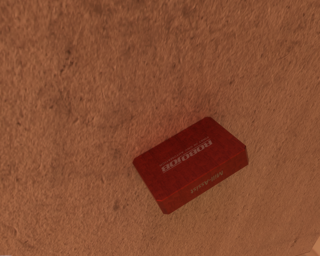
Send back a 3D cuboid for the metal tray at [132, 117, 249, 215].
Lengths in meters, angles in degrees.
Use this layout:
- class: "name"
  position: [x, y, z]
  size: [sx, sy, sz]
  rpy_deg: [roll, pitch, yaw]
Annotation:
- class: "metal tray"
  position: [0.039, 0.045, 0.415]
  size: [0.131, 0.090, 0.030]
  rpy_deg: [-30, 129, -10]
